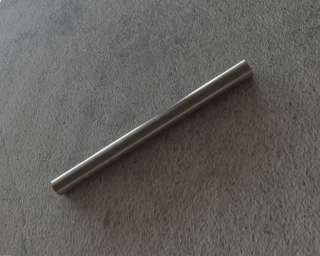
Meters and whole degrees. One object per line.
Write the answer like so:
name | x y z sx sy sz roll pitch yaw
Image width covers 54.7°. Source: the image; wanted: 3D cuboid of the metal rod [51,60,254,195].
metal rod | -0.015 0.003 0.410 0.300 0.025 0.025 -32 52 7
